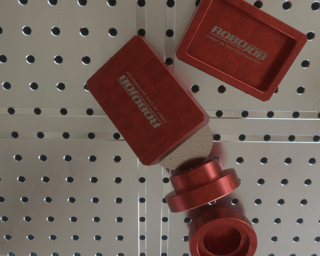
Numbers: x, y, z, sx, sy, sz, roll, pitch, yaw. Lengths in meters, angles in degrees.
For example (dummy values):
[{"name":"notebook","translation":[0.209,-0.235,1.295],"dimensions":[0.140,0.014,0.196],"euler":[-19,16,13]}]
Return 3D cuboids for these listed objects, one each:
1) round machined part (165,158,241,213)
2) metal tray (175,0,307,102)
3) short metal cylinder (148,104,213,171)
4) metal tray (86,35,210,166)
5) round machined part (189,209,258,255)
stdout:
[{"name":"round machined part","translation":[0.051,0.071,0.407],"dimensions":[0.098,0.098,0.042],"euler":[-23,84,8]},{"name":"metal tray","translation":[0.095,-0.100,0.375],"dimensions":[0.131,0.030,0.089],"euler":[25,108,-9]},{"name":"short metal cylinder","translation":[0.025,0.008,0.404],"dimensions":[0.081,0.050,0.079],"euler":[0,110,0]},{"name":"metal tray","translation":[-0.016,-0.032,0.367],"dimensions":[0.090,0.030,0.130],"euler":[-40,76,13]},{"name":"round machined part","translation":[0.092,0.163,0.466],"dimensions":[0.099,0.042,0.097],"euler":[0,110,-1]}]
